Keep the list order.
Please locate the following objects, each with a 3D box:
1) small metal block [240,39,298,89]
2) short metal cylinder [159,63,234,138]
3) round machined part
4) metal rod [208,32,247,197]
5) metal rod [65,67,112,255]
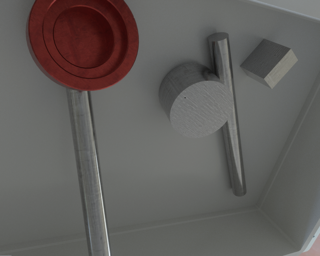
[{"bbox_3d":[0.147,-0.088,0.421,0.050,0.050,0.025,-49,129,6],"label":"small metal block"},{"bbox_3d":[0.044,-0.034,0.388,0.081,0.050,0.079,-9,126,-12],"label":"short metal cylinder"},{"bbox_3d":[-0.073,-0.084,0.292,0.099,0.042,0.097,-3,96,-29],"label":"round machined part"},{"bbox_3d":[0.108,0.001,0.470,0.025,0.025,0.299,-27,128,-12],"label":"metal rod"},{"bbox_3d":[-0.073,0.084,0.342,0.025,0.025,0.298,-9,97,-24],"label":"metal rod"}]
